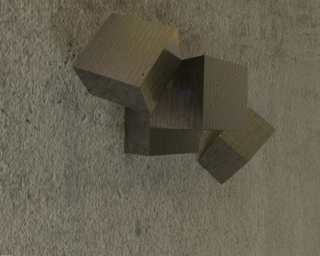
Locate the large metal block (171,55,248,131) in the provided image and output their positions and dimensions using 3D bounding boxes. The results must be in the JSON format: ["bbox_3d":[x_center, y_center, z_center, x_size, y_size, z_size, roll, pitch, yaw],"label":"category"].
[{"bbox_3d":[0.061,-0.037,0.375,0.081,0.050,0.079,3,88,-40],"label":"large metal block"}]

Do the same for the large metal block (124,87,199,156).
[{"bbox_3d":[0.003,-0.008,0.392,0.081,0.050,0.079,0,90,-40],"label":"large metal block"}]

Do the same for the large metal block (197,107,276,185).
[{"bbox_3d":[0.112,0.027,0.458,0.050,0.080,0.080,44,56,12],"label":"large metal block"}]

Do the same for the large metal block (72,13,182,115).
[{"bbox_3d":[-0.032,-0.071,0.336,0.080,0.080,0.050,-61,158,-22],"label":"large metal block"}]

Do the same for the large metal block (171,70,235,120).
[{"bbox_3d":[0.063,-0.049,0.446,0.081,0.050,0.079,0,90,-40],"label":"large metal block"}]
